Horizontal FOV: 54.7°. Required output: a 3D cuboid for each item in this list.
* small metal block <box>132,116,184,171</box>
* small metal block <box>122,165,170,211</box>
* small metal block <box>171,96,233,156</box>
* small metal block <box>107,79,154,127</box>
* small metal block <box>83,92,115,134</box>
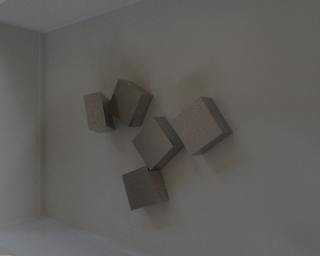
[{"bbox_3d":[-0.003,0.020,0.408,0.050,0.025,0.050,-49,61,28],"label":"small metal block"},{"bbox_3d":[-0.020,0.081,0.422,0.050,0.025,0.050,-26,74,37],"label":"small metal block"},{"bbox_3d":[0.049,-0.002,0.365,0.050,0.025,0.050,-41,65,32],"label":"small metal block"},{"bbox_3d":[-0.043,-0.035,0.440,0.050,0.025,0.050,36,112,34],"label":"small metal block"},{"bbox_3d":[-0.089,-0.021,0.458,0.025,0.050,0.050,-12,81,4],"label":"small metal block"}]
